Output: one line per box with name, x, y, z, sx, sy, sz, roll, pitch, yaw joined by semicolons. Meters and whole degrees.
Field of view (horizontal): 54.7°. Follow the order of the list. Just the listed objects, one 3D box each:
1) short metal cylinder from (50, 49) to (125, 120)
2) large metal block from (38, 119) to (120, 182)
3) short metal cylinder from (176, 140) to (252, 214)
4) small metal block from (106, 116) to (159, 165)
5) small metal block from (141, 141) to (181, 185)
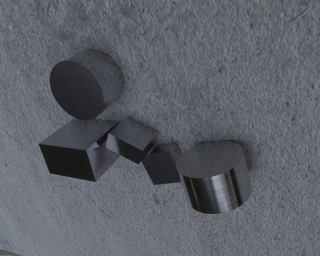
short metal cylinder;-0.094;-0.057;0.403;0.080;0.050;0.079;13;124;20
large metal block;-0.107;0.027;0.442;0.080;0.080;0.050;5;121;25
short metal cylinder;0.065;0.056;0.371;0.080;0.080;0.050;-5;116;30
small metal block;-0.036;0.015;0.418;0.050;0.050;0.025;26;127;11
small metal block;0.007;0.050;0.433;0.050;0.025;0.050;-13;112;33
